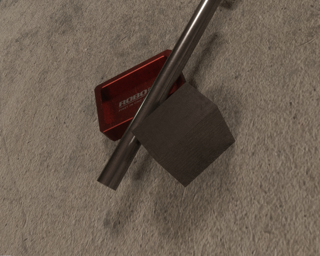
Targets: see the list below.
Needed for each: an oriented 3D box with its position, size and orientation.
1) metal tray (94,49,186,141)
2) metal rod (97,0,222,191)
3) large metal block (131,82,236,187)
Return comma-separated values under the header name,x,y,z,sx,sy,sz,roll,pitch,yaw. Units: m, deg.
name,x,y,z,sx,sy,sz,roll,pitch,yaw
metal tray,-0.027,-0.047,0.441,0.130,0.030,0.090,-25,53,12
metal rod,0.007,-0.060,0.396,0.025,0.025,0.300,17,71,34
large metal block,0.029,0.010,0.346,0.080,0.080,0.050,-43,51,-1
